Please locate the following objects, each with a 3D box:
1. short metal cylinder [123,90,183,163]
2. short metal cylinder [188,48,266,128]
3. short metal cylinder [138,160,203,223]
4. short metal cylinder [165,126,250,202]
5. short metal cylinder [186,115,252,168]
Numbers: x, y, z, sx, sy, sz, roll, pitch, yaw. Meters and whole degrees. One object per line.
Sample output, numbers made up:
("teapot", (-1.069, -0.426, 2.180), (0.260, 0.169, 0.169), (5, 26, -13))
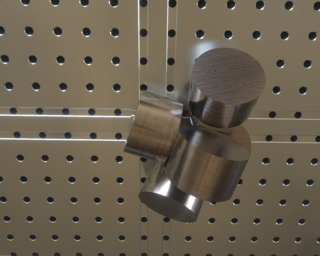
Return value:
("short metal cylinder", (-0.009, -0.002, 0.383), (0.050, 0.080, 0.079), (18, 109, -7))
("short metal cylinder", (0.075, -0.046, 0.360), (0.081, 0.080, 0.050), (2, 150, -1))
("short metal cylinder", (0.019, 0.083, 0.408), (0.080, 0.050, 0.080), (19, 149, 12))
("short metal cylinder", (0.052, 0.037, 0.344), (0.080, 0.080, 0.050), (16, 109, -6))
("short metal cylinder", (0.073, 0.018, 0.406), (0.081, 0.050, 0.079), (0, 109, 0))
